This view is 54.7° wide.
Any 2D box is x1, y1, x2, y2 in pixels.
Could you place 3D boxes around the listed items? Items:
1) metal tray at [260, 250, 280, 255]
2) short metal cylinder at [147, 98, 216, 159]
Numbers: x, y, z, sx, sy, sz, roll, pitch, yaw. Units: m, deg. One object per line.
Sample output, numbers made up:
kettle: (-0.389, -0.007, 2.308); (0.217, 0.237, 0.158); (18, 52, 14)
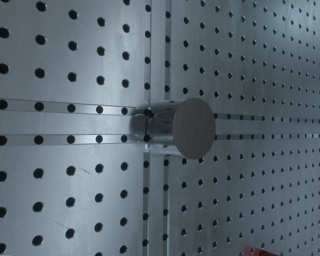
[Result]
metal tray: (0.212, 0.308, 0.584); (0.090, 0.030, 0.130); (32, 70, -36)
short metal cylinder: (0.030, 0.001, 0.418); (0.081, 0.050, 0.079); (0, 90, -40)
